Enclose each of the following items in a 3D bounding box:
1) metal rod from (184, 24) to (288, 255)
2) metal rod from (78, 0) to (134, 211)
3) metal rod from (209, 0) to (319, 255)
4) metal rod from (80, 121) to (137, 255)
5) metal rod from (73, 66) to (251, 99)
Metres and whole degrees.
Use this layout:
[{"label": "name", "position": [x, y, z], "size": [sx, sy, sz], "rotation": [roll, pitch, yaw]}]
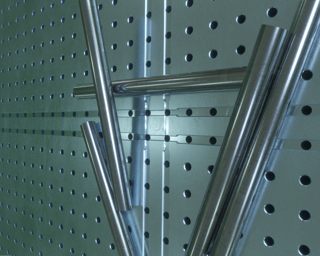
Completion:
[{"label": "metal rod", "position": [0.071, 0.043, 0.334], "size": [0.025, 0.025, 0.298], "rotation": [28, 112, 36]}, {"label": "metal rod", "position": [-0.076, -0.030, 0.440], "size": [0.025, 0.025, 0.298], "rotation": [-7, 95, 39]}, {"label": "metal rod", "position": [0.106, 0.014, 0.320], "size": [0.025, 0.025, 0.298], "rotation": [25, 106, 37]}, {"label": "metal rod", "position": [-0.067, 0.129, 0.462], "size": [0.025, 0.025, 0.299], "rotation": [-32, 70, 35]}, {"label": "metal rod", "position": [-0.018, -0.057, 0.422], "size": [0.300, 0.025, 0.025], "rotation": [2, 91, 39]}]
